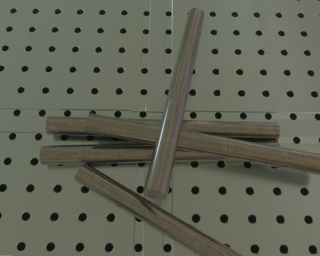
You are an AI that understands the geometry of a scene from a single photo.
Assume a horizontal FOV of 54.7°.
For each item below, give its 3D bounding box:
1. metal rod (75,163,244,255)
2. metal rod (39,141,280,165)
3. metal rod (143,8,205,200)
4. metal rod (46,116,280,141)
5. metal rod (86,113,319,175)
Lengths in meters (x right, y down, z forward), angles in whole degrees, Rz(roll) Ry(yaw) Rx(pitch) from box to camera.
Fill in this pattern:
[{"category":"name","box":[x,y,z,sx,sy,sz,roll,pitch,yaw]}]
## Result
[{"category":"metal rod","box":[0.031,0.126,0.366,0.301,0.025,0.025,28,72,9]},{"category":"metal rod","box":[0.001,0.032,0.400,0.302,0.025,0.025,-1,70,-1]},{"category":"metal rod","box":[0.026,-0.054,0.393,0.025,0.025,0.300,12,56,4]},{"category":"metal rod","box":[0.004,0.001,0.411,0.302,0.025,0.025,2,70,0]},{"category":"metal rod","box":[0.060,0.020,0.377,0.302,0.025,0.025,10,70,3]}]
